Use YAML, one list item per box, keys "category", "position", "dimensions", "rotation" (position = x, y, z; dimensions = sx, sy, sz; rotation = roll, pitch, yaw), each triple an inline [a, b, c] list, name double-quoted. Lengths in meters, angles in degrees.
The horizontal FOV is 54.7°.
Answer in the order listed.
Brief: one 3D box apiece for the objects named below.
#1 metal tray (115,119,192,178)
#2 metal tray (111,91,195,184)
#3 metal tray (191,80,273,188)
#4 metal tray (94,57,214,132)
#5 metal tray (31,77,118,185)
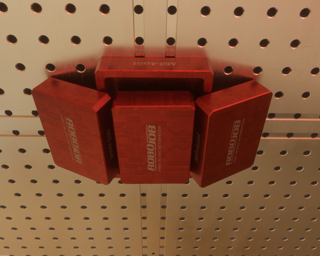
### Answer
- category: "metal tray"
  position: [-0.006, 0.030, 0.435]
  dimensions: [0.131, 0.030, 0.089]
  rotation: [0, 131, -1]
- category: "metal tray"
  position: [-0.007, 0.016, 0.382]
  dimensions: [0.091, 0.030, 0.129]
  rotation: [0, 130, 0]
- category: "metal tray"
  position: [0.086, 0.011, 0.394]
  dimensions: [0.091, 0.030, 0.129]
  rotation: [-19, 134, -21]
- category: "metal tray"
  position: [-0.007, -0.038, 0.375]
  dimensions: [0.131, 0.030, 0.089]
  rotation: [0, 131, -1]
- category: "metal tray"
  position: [-0.101, 0.007, 0.389]
  dimensions: [0.090, 0.030, 0.129]
  rotation: [17, 134, 19]
